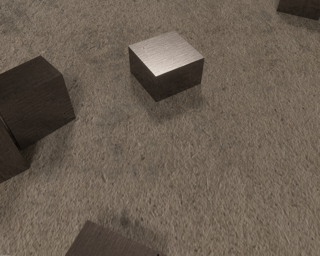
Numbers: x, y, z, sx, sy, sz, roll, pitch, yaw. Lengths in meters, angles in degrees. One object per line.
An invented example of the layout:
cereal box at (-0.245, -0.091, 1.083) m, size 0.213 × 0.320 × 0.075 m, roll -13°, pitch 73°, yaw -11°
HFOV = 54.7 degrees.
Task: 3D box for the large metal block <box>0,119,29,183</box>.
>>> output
large metal block at (-0.206, 0.027, 0.342) m, size 0.081 × 0.080 × 0.050 m, roll -29°, pitch 56°, yaw -23°

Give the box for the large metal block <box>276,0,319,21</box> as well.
large metal block at (0.287, -0.264, 0.612) m, size 0.080 × 0.050 × 0.080 m, roll 20°, pitch 53°, yaw 16°

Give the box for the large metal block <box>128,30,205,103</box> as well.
large metal block at (0.008, -0.095, 0.467) m, size 0.081 × 0.050 × 0.080 m, roll -25°, pitch 55°, yaw -20°

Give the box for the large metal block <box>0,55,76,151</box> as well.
large metal block at (-0.163, -0.032, 0.392) m, size 0.080 × 0.080 × 0.050 m, roll -36°, pitch 59°, yaw -26°

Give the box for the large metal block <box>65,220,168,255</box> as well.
large metal block at (-0.046, 0.140, 0.269) m, size 0.080 × 0.050 × 0.080 m, roll 19°, pitch 52°, yaw 15°
